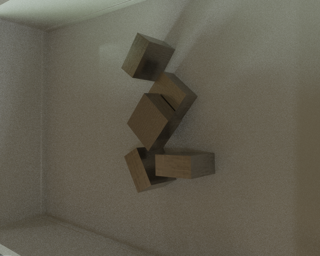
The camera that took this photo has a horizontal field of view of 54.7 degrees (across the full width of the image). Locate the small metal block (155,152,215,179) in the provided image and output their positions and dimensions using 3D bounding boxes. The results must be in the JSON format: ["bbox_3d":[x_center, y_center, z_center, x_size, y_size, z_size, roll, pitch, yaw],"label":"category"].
[{"bbox_3d":[0.030,0.043,0.366,0.050,0.050,0.025,-2,89,40],"label":"small metal block"}]

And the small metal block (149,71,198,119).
[{"bbox_3d":[0.012,-0.037,0.397,0.050,0.025,0.050,48,119,29],"label":"small metal block"}]

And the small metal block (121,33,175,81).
[{"bbox_3d":[-0.015,-0.090,0.403,0.025,0.050,0.050,43,116,31],"label":"small metal block"}]

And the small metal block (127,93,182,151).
[{"bbox_3d":[-0.008,-0.008,0.381,0.050,0.025,0.050,50,124,27],"label":"small metal block"}]

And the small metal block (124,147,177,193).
[{"bbox_3d":[-0.012,0.052,0.401,0.025,0.050,0.050,-36,68,34],"label":"small metal block"}]
